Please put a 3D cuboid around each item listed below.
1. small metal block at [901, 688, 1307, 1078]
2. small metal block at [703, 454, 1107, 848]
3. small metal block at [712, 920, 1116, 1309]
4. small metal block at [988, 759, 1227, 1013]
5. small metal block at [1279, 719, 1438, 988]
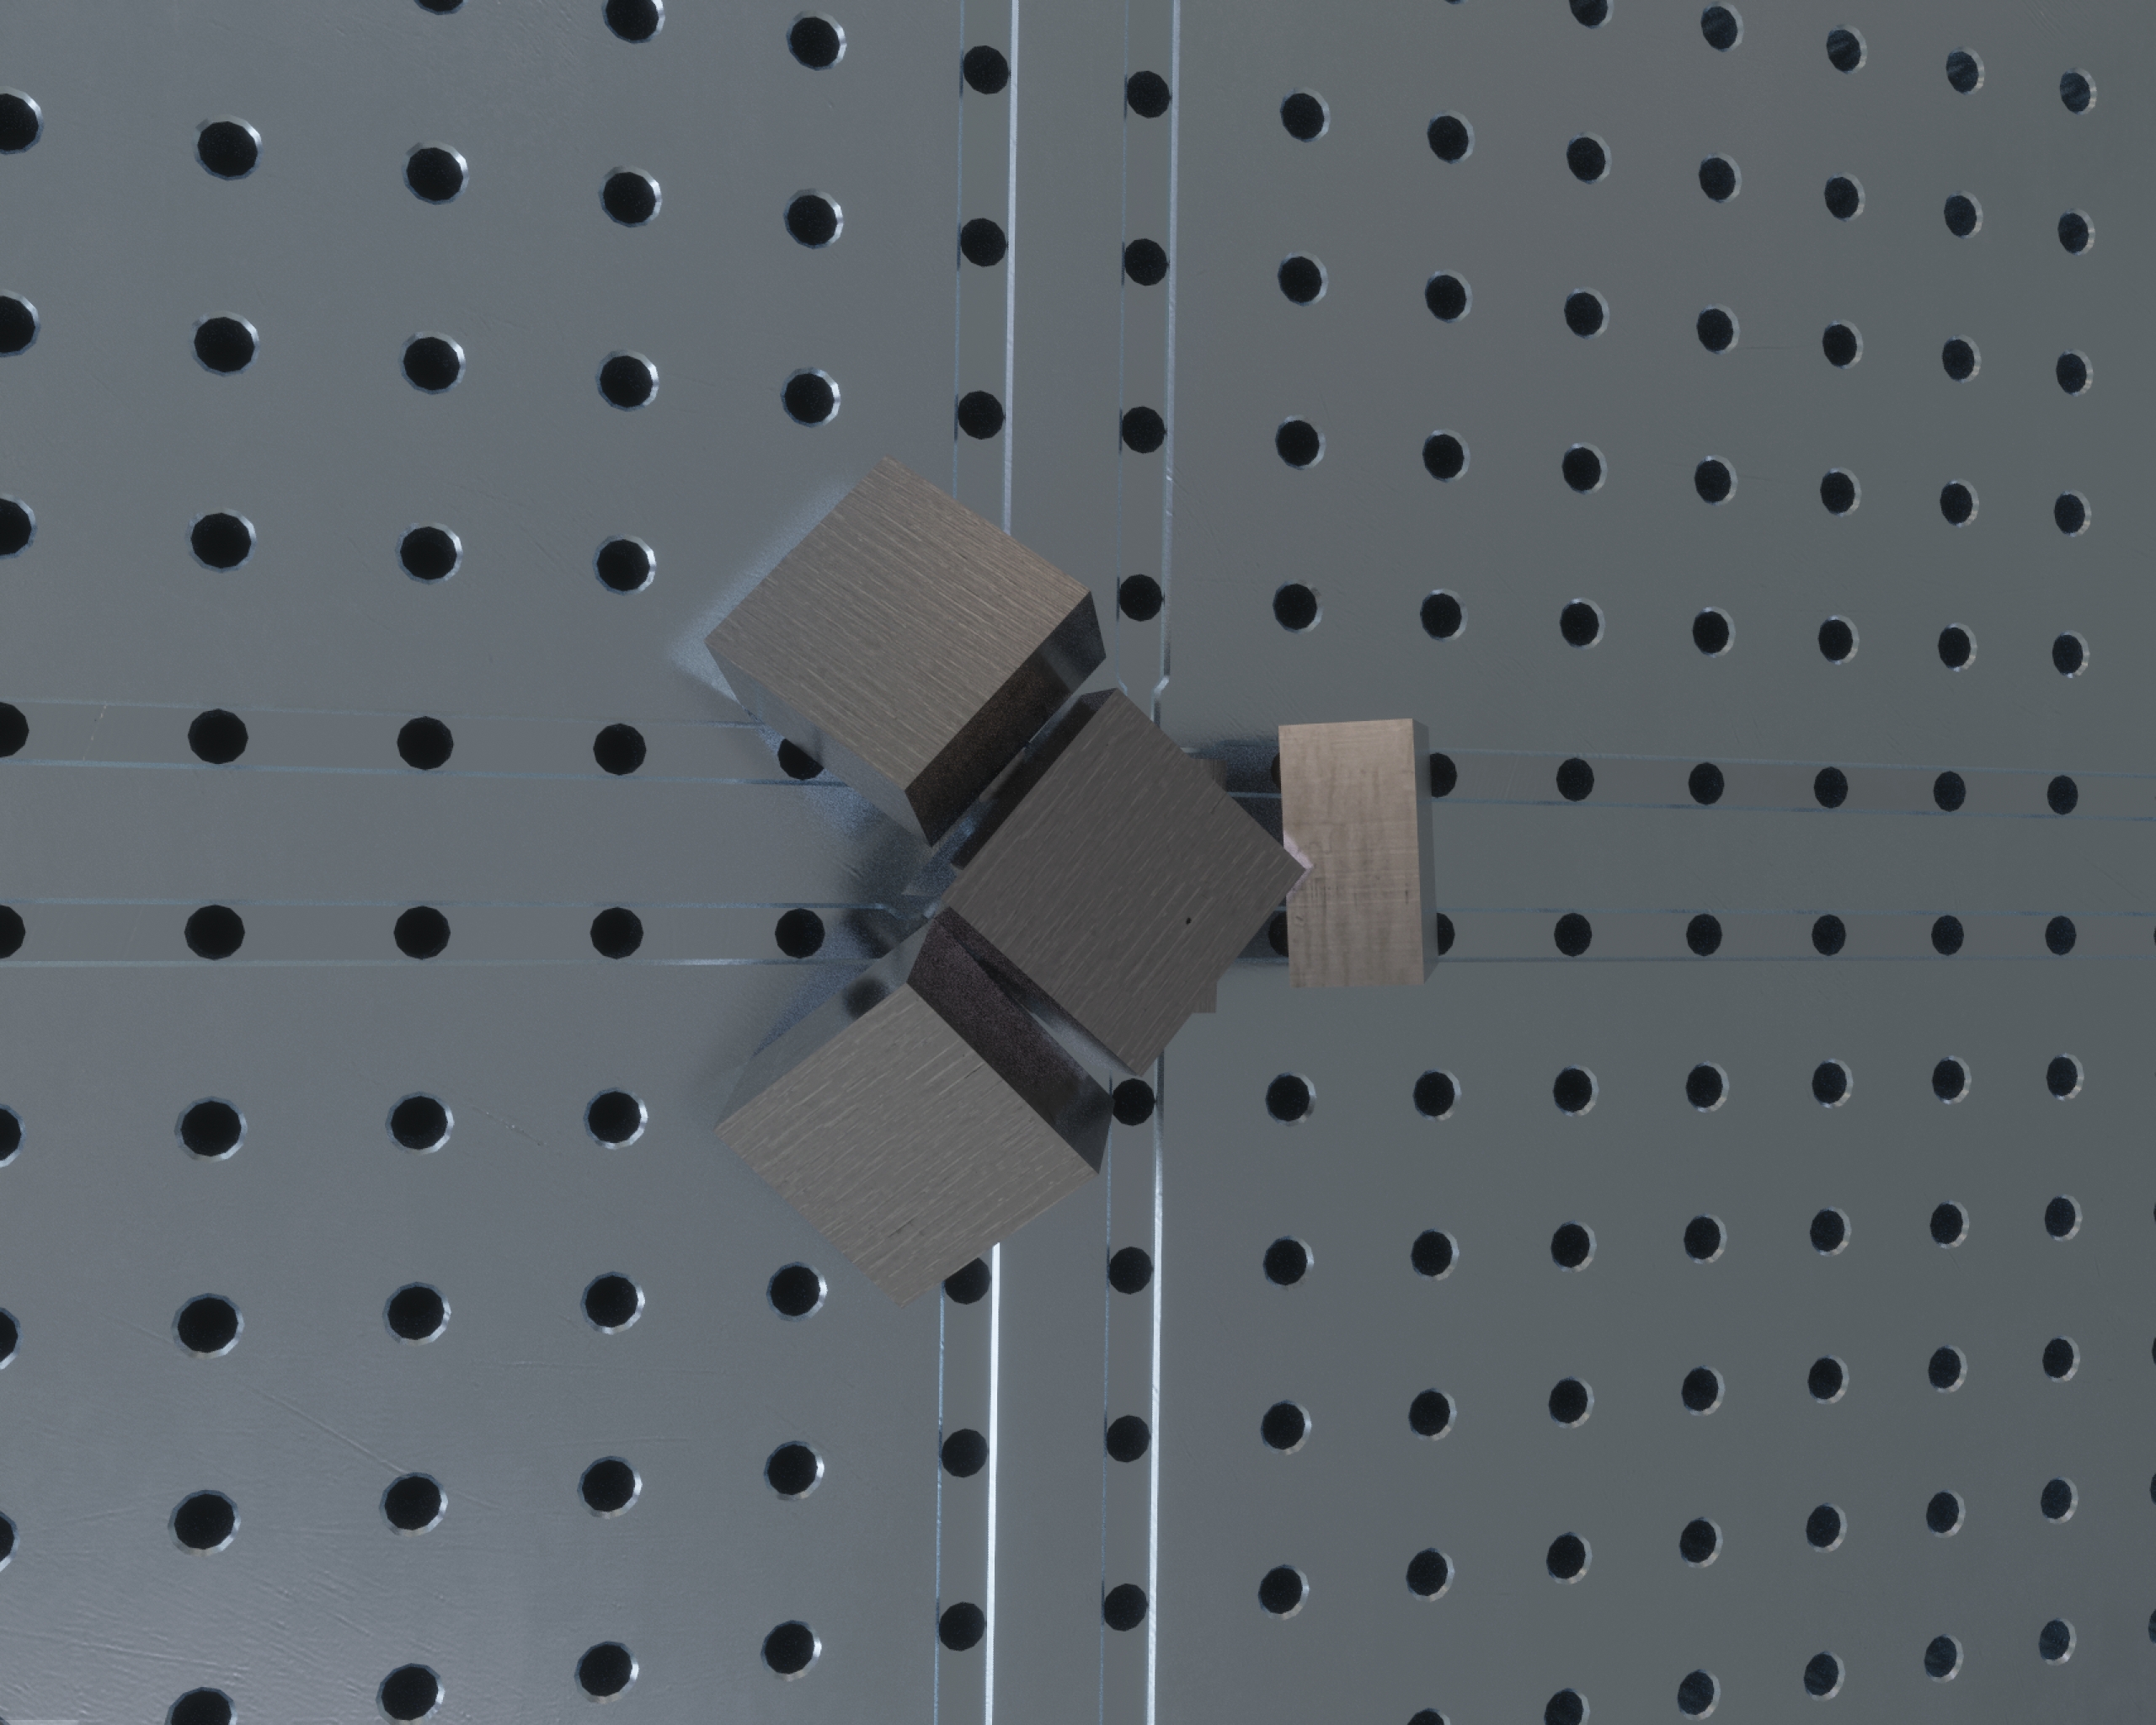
[{"bbox_3d":[0.005,0.004,0.387,0.050,0.025,0.050,43,76,-16],"label":"small metal block"},{"bbox_3d":[-0.031,-0.040,0.388,0.050,0.025,0.050,36,75,20],"label":"small metal block"},{"bbox_3d":[-0.030,0.047,0.388,0.050,0.025,0.050,-38,105,22],"label":"small metal block"},{"bbox_3d":[0.000,0.004,0.412,0.050,0.025,0.050,2,92,-20],"label":"small metal block"},{"bbox_3d":[0.057,-0.002,0.417,0.025,0.050,0.050,-2,91,13],"label":"small metal block"}]
